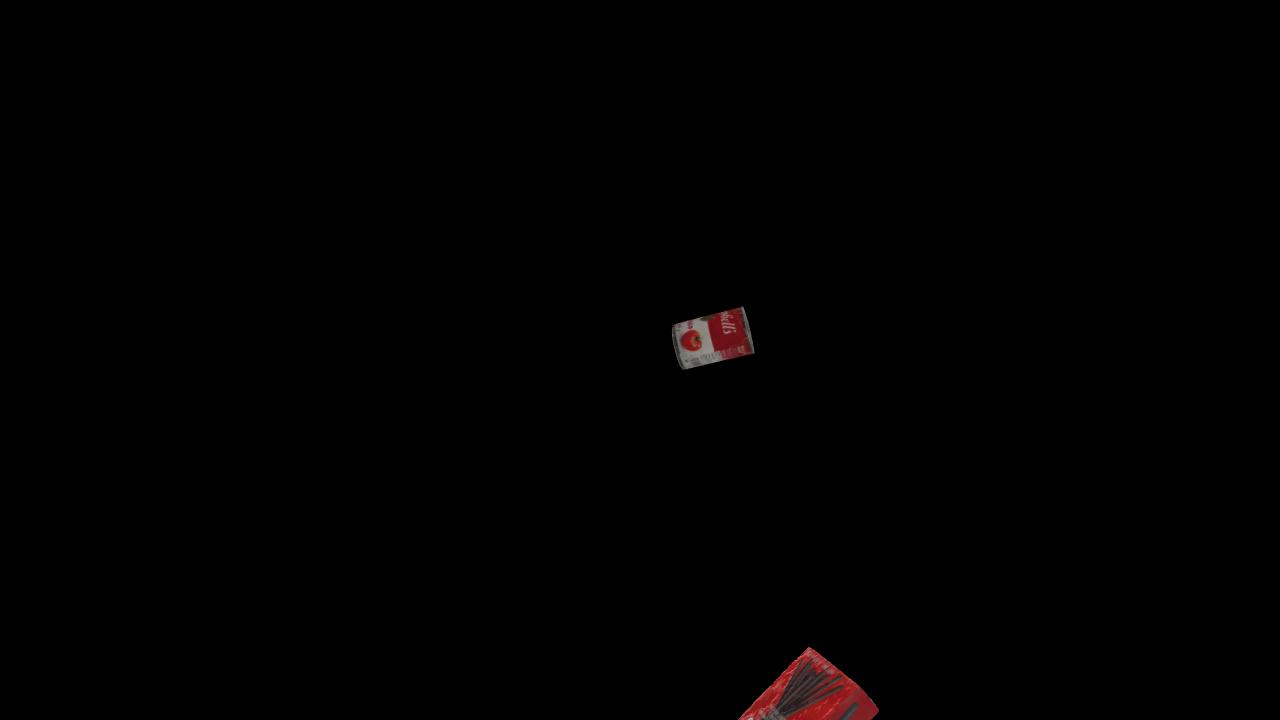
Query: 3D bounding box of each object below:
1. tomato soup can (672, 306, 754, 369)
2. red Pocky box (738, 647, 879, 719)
[{"bbox_3d":[0.101,-0.029,0.850,0.101,0.068,0.068,-14,-4,14],"label":"tomato soup can"},{"bbox_3d":[0.097,0.288,0.455,0.155,0.028,0.083,-39,2,-12],"label":"red Pocky box"}]
